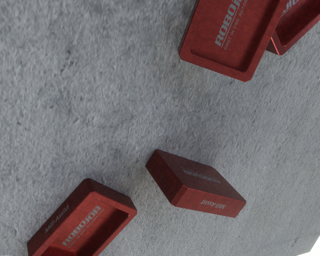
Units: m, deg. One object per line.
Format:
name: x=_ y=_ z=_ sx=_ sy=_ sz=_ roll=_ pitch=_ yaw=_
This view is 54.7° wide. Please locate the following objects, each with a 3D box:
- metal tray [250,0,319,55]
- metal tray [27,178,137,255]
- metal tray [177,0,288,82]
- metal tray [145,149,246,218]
metal tray: x=0.178 y=-0.170 z=0.397 sx=0.130 sy=0.030 sz=0.090 roll=-44 pitch=130 yaw=2
metal tray: x=-0.107 y=0.140 z=0.432 sx=0.130 sy=0.030 sz=0.090 roll=-48 pitch=129 yaw=5
metal tray: x=0.084 y=-0.127 z=0.348 sx=0.091 sy=0.030 sz=0.129 roll=18 pitch=111 yaw=-7
metal tray: x=0.052 y=0.080 z=0.444 sx=0.131 sy=0.090 sz=0.030 roll=21 pitch=107 yaw=-36
